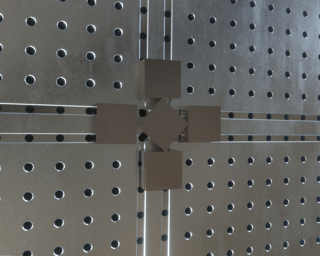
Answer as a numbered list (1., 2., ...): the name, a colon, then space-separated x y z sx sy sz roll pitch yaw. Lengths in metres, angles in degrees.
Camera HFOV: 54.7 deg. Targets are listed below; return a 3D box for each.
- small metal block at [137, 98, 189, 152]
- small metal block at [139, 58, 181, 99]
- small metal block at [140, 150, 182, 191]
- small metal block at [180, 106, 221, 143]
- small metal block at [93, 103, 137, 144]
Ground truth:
1. small metal block: 0.001 -0.004 0.413 0.050 0.025 0.050 44 76 -15
2. small metal block: 0.000 -0.064 0.413 0.050 0.025 0.050 -1 90 -21
3. small metal block: 0.002 0.056 0.414 0.050 0.025 0.050 0 90 -21
4. small metal block: 0.057 -0.006 0.435 0.050 0.025 0.050 0 90 -21
5. small metal block: -0.057 -0.005 0.392 0.050 0.025 0.050 1 90 -21
